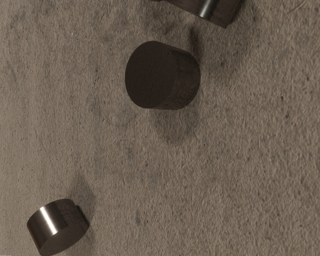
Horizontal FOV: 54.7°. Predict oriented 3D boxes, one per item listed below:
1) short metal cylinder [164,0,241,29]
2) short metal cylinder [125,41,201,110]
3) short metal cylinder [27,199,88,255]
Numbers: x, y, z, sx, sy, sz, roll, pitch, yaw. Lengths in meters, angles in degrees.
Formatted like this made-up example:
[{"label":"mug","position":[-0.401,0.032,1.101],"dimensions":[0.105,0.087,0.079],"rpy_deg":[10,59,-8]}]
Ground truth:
[{"label":"short metal cylinder","position":[0.046,-0.146,0.330],"dimensions":[0.080,0.081,0.050],"rpy_deg":[38,114,33]},{"label":"short metal cylinder","position":[0.003,-0.063,0.385],"dimensions":[0.080,0.050,0.079],"rpy_deg":[0,90,39]},{"label":"short metal cylinder","position":[-0.166,0.161,0.503],"dimensions":[0.050,0.081,0.080],"rpy_deg":[48,118,29]}]
